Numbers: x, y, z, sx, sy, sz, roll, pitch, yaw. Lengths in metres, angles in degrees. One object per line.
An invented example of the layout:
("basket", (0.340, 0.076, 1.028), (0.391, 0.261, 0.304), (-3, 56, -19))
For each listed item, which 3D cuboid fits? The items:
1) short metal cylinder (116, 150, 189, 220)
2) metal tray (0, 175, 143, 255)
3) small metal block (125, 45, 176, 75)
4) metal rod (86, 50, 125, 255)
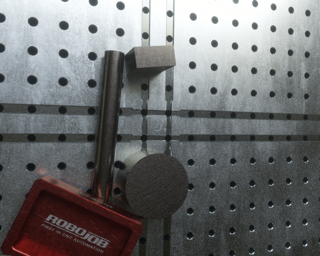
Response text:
("short metal cylinder", (-0.011, 0.070, 0.395), (0.081, 0.050, 0.080), (0, 90, -20))
("metal tray", (-0.096, 0.122, 0.353), (0.131, 0.030, 0.090), (26, 87, -4))
("small metal block", (-0.014, -0.086, 0.394), (0.050, 0.050, 0.025), (-8, 93, -20))
("metal rod", (-0.070, 0.054, 0.386), (0.025, 0.025, 0.298), (6, 88, -20))
